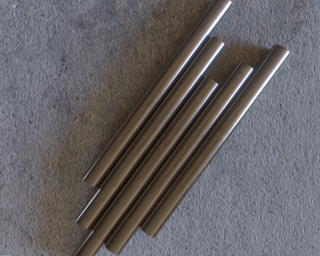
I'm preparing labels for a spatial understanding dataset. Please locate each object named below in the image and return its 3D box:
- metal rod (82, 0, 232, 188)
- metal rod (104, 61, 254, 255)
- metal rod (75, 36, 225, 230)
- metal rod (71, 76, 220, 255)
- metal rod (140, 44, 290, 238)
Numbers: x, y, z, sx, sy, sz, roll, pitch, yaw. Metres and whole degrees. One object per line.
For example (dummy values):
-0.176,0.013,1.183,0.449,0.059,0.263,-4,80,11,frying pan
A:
-0.004,-0.049,0.411,0.025,0.025,0.299,36,90,-1,metal rod
0.026,0.039,0.411,0.025,0.025,0.299,36,90,-1,metal rod
-0.013,0.006,0.411,0.025,0.025,0.299,36,90,-1,metal rod
-0.020,0.059,0.411,0.025,0.025,0.299,36,90,-1,metal rod
0.073,0.017,0.412,0.025,0.025,0.299,36,90,-1,metal rod
